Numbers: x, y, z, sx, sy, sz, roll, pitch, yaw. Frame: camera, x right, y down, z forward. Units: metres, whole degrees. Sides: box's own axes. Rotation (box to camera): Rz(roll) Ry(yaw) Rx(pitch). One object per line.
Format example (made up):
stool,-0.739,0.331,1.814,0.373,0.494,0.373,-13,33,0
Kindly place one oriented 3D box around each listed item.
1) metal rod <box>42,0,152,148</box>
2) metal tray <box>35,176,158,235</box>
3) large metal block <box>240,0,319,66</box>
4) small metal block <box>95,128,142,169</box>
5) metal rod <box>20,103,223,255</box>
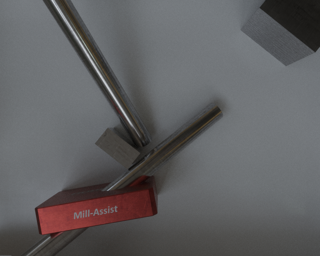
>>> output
metal rod,-0.087,-0.097,0.343,0.025,0.025,0.299,-30,118,0
metal tray,-0.070,0.090,0.378,0.131,0.090,0.030,-10,91,-1
large metal block,0.158,-0.129,0.386,0.080,0.080,0.050,38,90,-1
small metal block,-0.051,0.025,0.398,0.050,0.050,0.025,38,90,0
metal rod,-0.041,0.068,0.378,0.301,0.025,0.025,-38,90,-12
